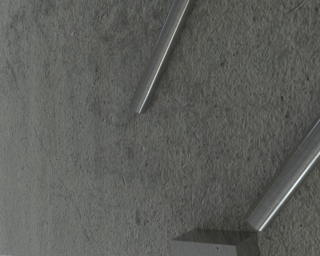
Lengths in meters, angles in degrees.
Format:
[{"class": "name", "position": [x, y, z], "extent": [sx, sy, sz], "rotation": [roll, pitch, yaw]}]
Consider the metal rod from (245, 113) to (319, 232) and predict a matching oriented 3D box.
[{"class": "metal rod", "position": [0.164, -0.026, 0.268], "extent": [0.025, 0.025, 0.298], "rotation": [41, 115, 32]}]

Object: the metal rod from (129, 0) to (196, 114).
[{"class": "metal rod", "position": [0.029, -0.153, 0.379], "extent": [0.025, 0.025, 0.298], "rotation": [38, 113, 33]}]

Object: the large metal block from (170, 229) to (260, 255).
[{"class": "large metal block", "position": [0.063, 0.158, 0.336], "extent": [0.080, 0.050, 0.080], "rotation": [-12, 82, 39]}]
